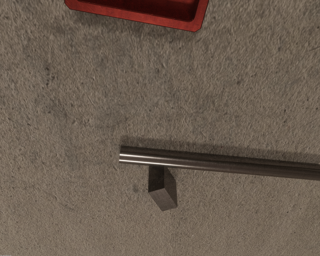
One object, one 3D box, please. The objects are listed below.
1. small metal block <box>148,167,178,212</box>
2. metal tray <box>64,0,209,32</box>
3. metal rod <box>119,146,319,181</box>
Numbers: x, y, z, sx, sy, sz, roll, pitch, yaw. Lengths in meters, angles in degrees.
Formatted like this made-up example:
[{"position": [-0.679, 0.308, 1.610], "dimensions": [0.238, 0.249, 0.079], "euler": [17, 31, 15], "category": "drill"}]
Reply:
[{"position": [0.005, 0.088, 0.466], "dimensions": [0.025, 0.050, 0.050], "euler": [-19, 128, 15], "category": "small metal block"}, {"position": [-0.017, -0.145, 0.279], "dimensions": [0.131, 0.030, 0.089], "euler": [8, 130, -8], "category": "metal tray"}, {"position": [0.093, 0.052, 0.453], "dimensions": [0.302, 0.025, 0.025], "euler": [6, 130, -6], "category": "metal rod"}]
